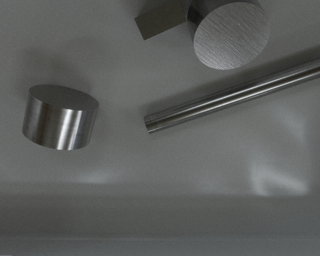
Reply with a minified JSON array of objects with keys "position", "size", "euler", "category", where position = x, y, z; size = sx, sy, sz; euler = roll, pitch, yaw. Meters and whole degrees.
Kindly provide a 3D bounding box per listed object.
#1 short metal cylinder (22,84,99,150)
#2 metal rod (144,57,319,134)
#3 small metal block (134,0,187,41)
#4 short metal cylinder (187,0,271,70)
[{"position":[-0.120,-0.015,0.375],"size":[0.080,0.080,0.050],"euler":[16,109,-7],"category":"short metal cylinder"},{"position":[0.125,-0.051,0.394],"size":[0.301,0.025,0.025],"euler":[-18,109,6],"category":"metal rod"},{"position":[0.001,-0.124,0.352],"size":[0.050,0.050,0.025],"euler":[-22,109,7],"category":"small metal block"},{"position":[0.073,-0.112,0.341],"size":[0.081,0.050,0.080],"euler":[-4,138,-3],"category":"short metal cylinder"}]
